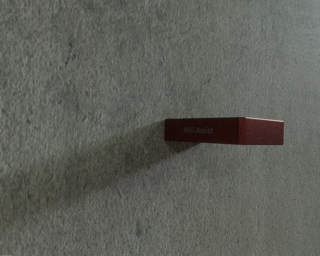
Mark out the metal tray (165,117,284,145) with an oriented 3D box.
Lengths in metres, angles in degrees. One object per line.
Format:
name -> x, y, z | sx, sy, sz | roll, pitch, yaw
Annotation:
metal tray -> 0.080, 0.004, 0.406 | 0.091, 0.130, 0.030 | 3, 89, -40
